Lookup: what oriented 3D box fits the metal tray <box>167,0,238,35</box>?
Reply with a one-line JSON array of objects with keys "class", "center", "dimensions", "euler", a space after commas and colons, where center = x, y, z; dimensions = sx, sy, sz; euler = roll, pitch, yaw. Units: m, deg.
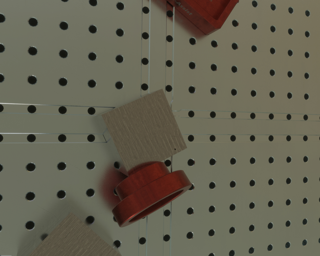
[{"class": "metal tray", "center": [0.049, -0.206, 0.427], "dimensions": [0.130, 0.030, 0.090], "euler": [36, 79, -17]}]

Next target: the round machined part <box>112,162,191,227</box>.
[{"class": "round machined part", "center": [-0.014, 0.076, 0.375], "dimensions": [0.099, 0.098, 0.042], "euler": [-25, 72, -18]}]

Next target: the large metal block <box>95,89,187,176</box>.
[{"class": "large metal block", "center": [-0.025, 0.005, 0.390], "dimensions": [0.081, 0.050, 0.080], "euler": [-26, 99, -18]}]

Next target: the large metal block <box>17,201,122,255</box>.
[{"class": "large metal block", "center": [-0.106, 0.147, 0.361], "dimensions": [0.080, 0.050, 0.080], "euler": [-46, 105, -14]}]
